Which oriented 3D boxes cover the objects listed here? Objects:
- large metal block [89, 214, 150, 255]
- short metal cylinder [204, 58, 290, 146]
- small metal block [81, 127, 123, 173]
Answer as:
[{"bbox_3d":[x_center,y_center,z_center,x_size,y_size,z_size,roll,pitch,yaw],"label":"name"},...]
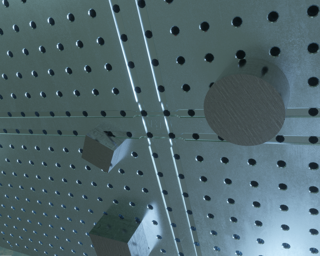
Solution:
[{"bbox_3d":[-0.072,0.210,0.563,0.080,0.050,0.079,4,120,26],"label":"large metal block"},{"bbox_3d":[0.093,-0.028,0.329,0.080,0.050,0.079,13,124,21],"label":"short metal cylinder"},{"bbox_3d":[-0.090,0.034,0.480,0.050,0.025,0.050,29,128,10],"label":"small metal block"}]
